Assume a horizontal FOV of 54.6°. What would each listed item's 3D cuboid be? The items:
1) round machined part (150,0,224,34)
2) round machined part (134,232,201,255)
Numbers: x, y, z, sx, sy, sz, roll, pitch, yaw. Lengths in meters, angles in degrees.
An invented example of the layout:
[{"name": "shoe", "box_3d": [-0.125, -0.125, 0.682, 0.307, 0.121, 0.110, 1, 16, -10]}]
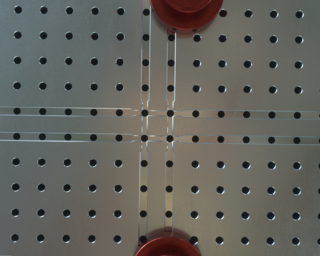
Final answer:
[{"name": "round machined part", "box_3d": [0.035, -0.178, 0.405, 0.099, 0.042, 0.097, 0, 90, 0]}, {"name": "round machined part", "box_3d": [0.011, 0.191, 0.405, 0.099, 0.042, 0.097, 0, 90, 0]}]
